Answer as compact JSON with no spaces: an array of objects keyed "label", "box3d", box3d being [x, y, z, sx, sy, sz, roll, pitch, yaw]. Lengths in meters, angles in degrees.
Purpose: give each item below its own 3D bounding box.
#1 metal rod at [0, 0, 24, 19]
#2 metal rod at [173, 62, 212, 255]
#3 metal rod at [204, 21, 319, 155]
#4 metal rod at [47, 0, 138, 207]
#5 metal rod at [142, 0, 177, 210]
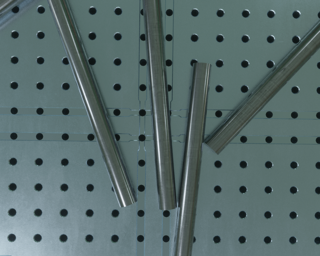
[{"label":"metal rod","box3d":[-0.219,-0.157,0.410,0.301,0.025,0.025,-38,90,-1]},{"label":"metal rod","box3d":[0.041,0.064,0.413,0.025,0.025,0.298,6,90,-1]},{"label":"metal rod","box3d":[0.172,-0.080,0.415,0.025,0.025,0.300,44,90,-1]},{"label":"metal rod","box3d":[-0.091,-0.040,0.412,0.025,0.025,0.298,-19,90,0]},{"label":"metal rod","box3d":[-0.001,-0.043,0.413,0.025,0.025,0.298,-4,90,-1]}]
